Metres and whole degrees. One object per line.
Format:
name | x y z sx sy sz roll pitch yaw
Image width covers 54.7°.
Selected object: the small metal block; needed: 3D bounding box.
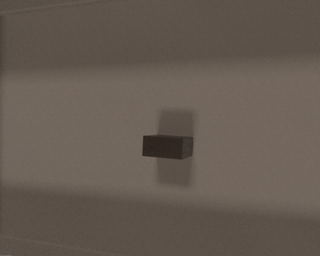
small metal block | 0.011 0.023 0.393 0.050 0.050 0.025 3 91 19
